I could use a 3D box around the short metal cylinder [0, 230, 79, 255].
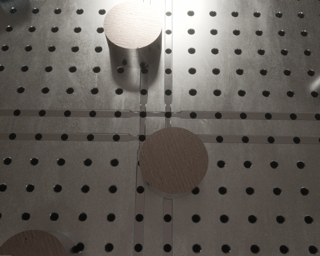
[{"bbox_3d":[-0.134,0.154,0.340,0.081,0.050,0.080,0,70,0],"label":"short metal cylinder"}]

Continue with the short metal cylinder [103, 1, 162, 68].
[{"bbox_3d":[-0.037,-0.134,0.447,0.081,0.050,0.080,0,70,0],"label":"short metal cylinder"}]

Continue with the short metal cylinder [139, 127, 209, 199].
[{"bbox_3d":[0.016,0.045,0.382,0.081,0.050,0.080,0,70,-1],"label":"short metal cylinder"}]
